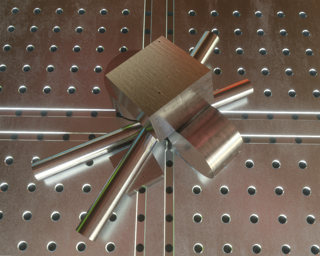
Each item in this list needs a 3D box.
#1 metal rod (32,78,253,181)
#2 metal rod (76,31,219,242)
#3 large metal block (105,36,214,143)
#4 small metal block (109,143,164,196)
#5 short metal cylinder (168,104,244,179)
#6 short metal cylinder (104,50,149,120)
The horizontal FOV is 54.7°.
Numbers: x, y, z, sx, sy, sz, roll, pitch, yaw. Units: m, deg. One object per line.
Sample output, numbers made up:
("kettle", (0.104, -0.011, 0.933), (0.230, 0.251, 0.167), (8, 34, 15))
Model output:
("metal rod", (-0.016, -0.001, 0.408), (0.302, 0.025, 0.025), (-22, 72, -8))
("metal rod", (-0.005, -0.004, 0.383), (0.025, 0.025, 0.300), (29, 72, 10))
("large metal block", (0.001, -0.045, 0.344), (0.080, 0.050, 0.080), (-38, 57, -12))
("small metal block", (-0.029, 0.050, 0.389), (0.050, 0.025, 0.050), (-26, 72, -10))
("short metal cylinder", (0.053, 0.015, 0.374), (0.050, 0.080, 0.080), (-42, 75, -13))
("short metal cylinder", (-0.031, -0.057, 0.415), (0.081, 0.050, 0.080), (0, 70, 0))
